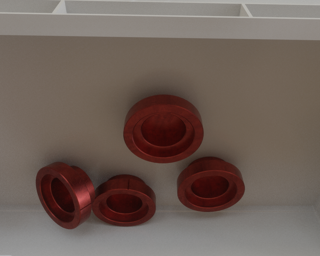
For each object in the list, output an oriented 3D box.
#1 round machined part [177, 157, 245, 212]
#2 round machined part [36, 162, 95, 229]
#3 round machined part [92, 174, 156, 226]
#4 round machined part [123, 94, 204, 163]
[{"bbox_3d":[0.074,0.081,0.468,0.099,0.042,0.097,-1,130,0],"label":"round machined part"},{"bbox_3d":[-0.134,0.094,0.455,0.098,0.042,0.097,14,116,33],"label":"round machined part"},{"bbox_3d":[-0.056,0.111,0.492,0.099,0.042,0.097,-1,130,0],"label":"round machined part"},{"bbox_3d":[0.004,-0.003,0.395,0.099,0.042,0.097,-1,130,0],"label":"round machined part"}]
